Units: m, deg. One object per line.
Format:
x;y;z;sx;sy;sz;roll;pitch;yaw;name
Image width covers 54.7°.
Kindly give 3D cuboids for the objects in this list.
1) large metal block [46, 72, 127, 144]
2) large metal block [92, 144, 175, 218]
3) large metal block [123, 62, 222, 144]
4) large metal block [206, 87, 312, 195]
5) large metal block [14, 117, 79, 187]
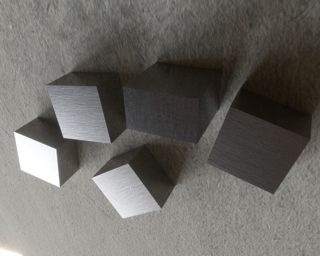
-0.095;-0.029;0.421;0.080;0.050;0.079;5;121;25;large metal block
-0.039;0.080;0.459;0.080;0.050;0.080;-25;105;36;large metal block
0.016;-0.032;0.342;0.080;0.080;0.050;12;123;21;large metal block
0.107;0.014;0.342;0.080;0.050;0.079;25;127;12;large metal block
-0.183;0.039;0.509;0.080;0.050;0.079;19;126;16;large metal block
